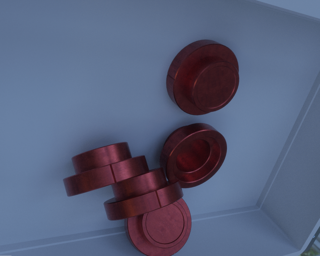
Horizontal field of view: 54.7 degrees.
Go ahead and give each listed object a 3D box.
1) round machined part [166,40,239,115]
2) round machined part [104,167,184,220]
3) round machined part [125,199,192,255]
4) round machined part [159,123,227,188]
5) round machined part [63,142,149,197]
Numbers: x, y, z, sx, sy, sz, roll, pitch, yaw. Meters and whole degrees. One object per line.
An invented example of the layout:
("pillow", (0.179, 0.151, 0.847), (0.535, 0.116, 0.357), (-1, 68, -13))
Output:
("round machined part", (0.061, -0.059, 0.396), (0.099, 0.042, 0.097), (-14, 125, -21))
("round machined part", (-0.023, 0.079, 0.390), (0.099, 0.098, 0.042), (-15, 84, -20))
("round machined part", (0.001, 0.137, 0.449), (0.099, 0.042, 0.098), (5, 73, -18))
("round machined part", (0.043, 0.035, 0.445), (0.099, 0.042, 0.097), (-14, 125, -21))
("round machined part", (-0.066, 0.046, 0.368), (0.099, 0.098, 0.042), (-15, 84, -20))
